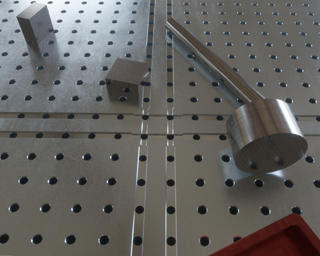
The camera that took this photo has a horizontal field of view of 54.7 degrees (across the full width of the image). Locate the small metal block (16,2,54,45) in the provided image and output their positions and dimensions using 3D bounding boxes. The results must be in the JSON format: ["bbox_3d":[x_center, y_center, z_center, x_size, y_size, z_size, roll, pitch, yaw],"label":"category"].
[{"bbox_3d":[-0.218,-0.184,0.544,0.025,0.050,0.050,16,52,13],"label":"small metal block"}]

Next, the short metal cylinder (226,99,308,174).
[{"bbox_3d":[0.122,0.011,0.363,0.081,0.080,0.050,-3,50,-3],"label":"short metal cylinder"}]

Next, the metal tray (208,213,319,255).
[{"bbox_3d":[0.099,0.145,0.282,0.131,0.030,0.090,-20,53,-16],"label":"metal tray"}]

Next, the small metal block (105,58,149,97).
[{"bbox_3d":[-0.049,-0.078,0.473,0.050,0.025,0.050,12,51,10],"label":"small metal block"}]

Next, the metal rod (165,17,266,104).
[{"bbox_3d":[0.096,-0.091,0.484,0.025,0.025,0.300,-24,54,-19],"label":"metal rod"}]
